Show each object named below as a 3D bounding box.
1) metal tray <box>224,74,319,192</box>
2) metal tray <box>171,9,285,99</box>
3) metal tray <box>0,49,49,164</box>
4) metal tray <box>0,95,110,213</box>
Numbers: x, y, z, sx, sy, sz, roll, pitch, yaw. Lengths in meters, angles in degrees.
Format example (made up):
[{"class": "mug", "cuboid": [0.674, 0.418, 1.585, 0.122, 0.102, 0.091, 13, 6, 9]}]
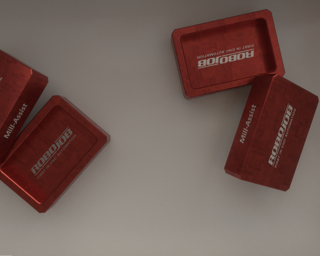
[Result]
[{"class": "metal tray", "cuboid": [0.142, 0.007, 0.389, 0.091, 0.030, 0.129, 18, 90, -29]}, {"class": "metal tray", "cuboid": [0.087, -0.095, 0.409, 0.131, 0.030, 0.089, -13, 90, 0]}, {"class": "metal tray", "cuboid": [-0.210, -0.029, 0.391, 0.090, 0.030, 0.130, 30, 90, 22]}, {"class": "metal tray", "cuboid": [-0.141, 0.033, 0.407, 0.090, 0.030, 0.130, 41, 90, 0]}]
